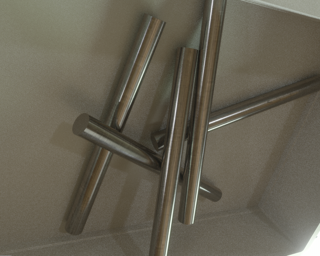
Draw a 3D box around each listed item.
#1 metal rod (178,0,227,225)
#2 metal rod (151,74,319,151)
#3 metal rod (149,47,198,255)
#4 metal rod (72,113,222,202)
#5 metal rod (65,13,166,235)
[{"bbox_3d":[0.051,-0.007,0.402,0.025,0.025,0.298,-5,111,-26],"label":"metal rod"},{"bbox_3d":[0.129,-0.028,0.461,0.302,0.025,0.025,-20,126,-17],"label":"metal rod"},{"bbox_3d":[0.014,0.051,0.393,0.025,0.025,0.298,2,100,-30],"label":"metal rod"},{"bbox_3d":[0.007,0.055,0.425,0.025,0.025,0.301,-49,135,7],"label":"metal rod"},{"bbox_3d":[-0.062,0.010,0.380,0.025,0.025,0.298,11,113,-33],"label":"metal rod"}]
